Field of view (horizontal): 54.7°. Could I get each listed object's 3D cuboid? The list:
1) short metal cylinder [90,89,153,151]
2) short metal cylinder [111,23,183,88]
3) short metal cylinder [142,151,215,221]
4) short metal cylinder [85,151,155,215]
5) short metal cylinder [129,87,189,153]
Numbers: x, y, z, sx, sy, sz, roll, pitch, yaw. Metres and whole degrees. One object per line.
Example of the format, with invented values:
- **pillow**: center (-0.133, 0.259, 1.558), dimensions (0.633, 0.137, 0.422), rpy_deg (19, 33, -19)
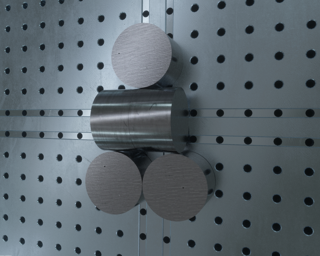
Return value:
- **short metal cylinder**: center (-0.046, -0.010, 0.399), dimensions (0.050, 0.080, 0.079), rpy_deg (0, 90, 20)
- **short metal cylinder**: center (-0.015, -0.089, 0.404), dimensions (0.080, 0.050, 0.079), rpy_deg (0, 90, 19)
- **short metal cylinder**: center (0.025, 0.070, 0.388), dimensions (0.080, 0.050, 0.079), rpy_deg (0, 90, 19)
- **short metal cylinder**: center (-0.051, 0.070, 0.415), dimensions (0.080, 0.050, 0.079), rpy_deg (0, 90, 19)
- **short metal cylinder**: center (0.001, -0.010, 0.383), dimensions (0.050, 0.080, 0.079), rpy_deg (0, 90, 20)
